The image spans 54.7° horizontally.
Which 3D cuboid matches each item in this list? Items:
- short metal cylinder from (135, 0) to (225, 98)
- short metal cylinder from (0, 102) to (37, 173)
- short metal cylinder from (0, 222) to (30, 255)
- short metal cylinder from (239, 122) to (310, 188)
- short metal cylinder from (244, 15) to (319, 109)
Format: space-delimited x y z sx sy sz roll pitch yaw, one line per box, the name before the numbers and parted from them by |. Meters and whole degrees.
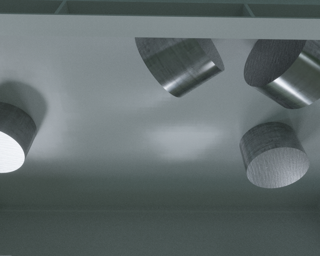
short metal cylinder | 0.021 -0.077 0.307 0.050 0.080 0.080 -31 124 24
short metal cylinder | -0.209 0.013 0.401 0.081 0.050 0.079 0 130 0
short metal cylinder | -0.293 0.221 0.581 0.081 0.050 0.079 0 130 0
short metal cylinder | 0.155 0.038 0.426 0.081 0.050 0.079 0 130 0
short metal cylinder | 0.134 -0.066 0.318 0.050 0.080 0.080 27 125 -21
